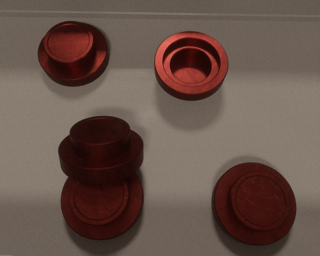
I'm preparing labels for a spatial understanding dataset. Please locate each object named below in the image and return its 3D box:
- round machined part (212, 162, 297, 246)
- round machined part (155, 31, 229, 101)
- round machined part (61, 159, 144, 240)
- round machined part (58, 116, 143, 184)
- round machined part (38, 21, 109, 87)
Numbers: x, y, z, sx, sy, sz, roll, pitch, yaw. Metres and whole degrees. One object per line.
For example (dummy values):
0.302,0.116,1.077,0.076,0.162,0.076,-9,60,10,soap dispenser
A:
0.114,0.089,0.370,0.099,0.042,0.098,0,70,-1,round machined part
0.042,-0.082,0.431,0.099,0.042,0.098,0,70,-1,round machined part
-0.069,0.082,0.370,0.099,0.042,0.098,0,70,-1,round machined part
-0.069,0.019,0.365,0.099,0.042,0.098,1,29,0,round machined part
-0.124,-0.112,0.440,0.099,0.042,0.098,0,70,-1,round machined part
